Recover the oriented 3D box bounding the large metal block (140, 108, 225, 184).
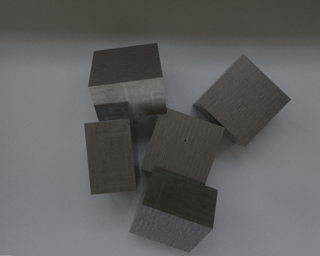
[{"bbox_3d":[0.028,0.024,0.399,0.080,0.050,0.080,19,90,-1],"label":"large metal block"}]

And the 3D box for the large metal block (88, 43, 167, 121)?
[{"bbox_3d":[-0.037,-0.057,0.376,0.081,0.080,0.050,-7,132,0],"label":"large metal block"}]

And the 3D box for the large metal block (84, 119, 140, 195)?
[{"bbox_3d":[-0.055,0.032,0.382,0.050,0.080,0.079,-6,90,0],"label":"large metal block"}]

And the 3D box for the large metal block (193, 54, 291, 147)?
[{"bbox_3d":[0.102,-0.034,0.399,0.080,0.050,0.080,44,90,-1],"label":"large metal block"}]

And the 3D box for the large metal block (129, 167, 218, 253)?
[{"bbox_3d":[0.015,0.102,0.376,0.080,0.079,0.050,20,48,-2],"label":"large metal block"}]
